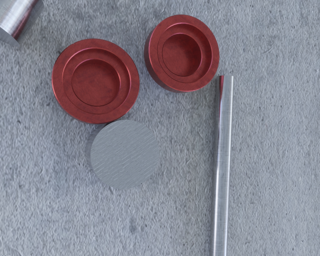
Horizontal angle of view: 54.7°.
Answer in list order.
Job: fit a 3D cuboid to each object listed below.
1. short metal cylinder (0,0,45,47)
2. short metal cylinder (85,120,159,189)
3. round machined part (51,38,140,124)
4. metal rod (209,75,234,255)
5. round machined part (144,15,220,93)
[{"bbox_3d":[-0.169,-0.128,0.317,0.080,0.080,0.050,31,80,-18],"label":"short metal cylinder"},{"bbox_3d":[-0.048,0.030,0.379,0.081,0.050,0.079,0,90,-21],"label":"short metal cylinder"},{"bbox_3d":[-0.077,-0.053,0.370,0.099,0.042,0.097,1,87,-19],"label":"round machined part"},{"bbox_3d":[0.088,0.076,0.442,0.025,0.025,0.298,3,89,-20],"label":"metal rod"},{"bbox_3d":[0.025,-0.095,0.410,0.099,0.042,0.097,0,90,-21],"label":"round machined part"}]
